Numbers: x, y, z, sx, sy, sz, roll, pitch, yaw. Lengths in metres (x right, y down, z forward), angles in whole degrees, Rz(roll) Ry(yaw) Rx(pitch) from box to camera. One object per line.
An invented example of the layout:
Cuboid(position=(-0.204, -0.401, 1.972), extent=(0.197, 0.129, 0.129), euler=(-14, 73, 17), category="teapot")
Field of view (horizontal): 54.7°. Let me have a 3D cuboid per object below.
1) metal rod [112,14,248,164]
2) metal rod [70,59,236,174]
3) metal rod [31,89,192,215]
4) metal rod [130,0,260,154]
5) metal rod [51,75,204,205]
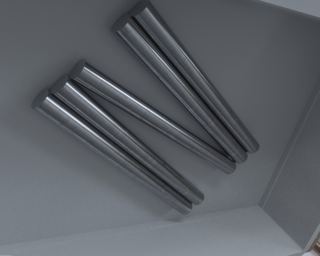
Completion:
Cuboid(position=(0.046, -0.030, 0.413), extent=(0.025, 0.025, 0.300), euler=(-45, 129, 3), category="metal rod")
Cuboid(position=(0.014, 0.002, 0.416), extent=(0.301, 0.025, 0.025), euler=(32, 100, -38), category="metal rod")
Cuboid(position=(-0.041, 0.051, 0.416), extent=(0.025, 0.025, 0.300), euler=(-44, 129, 2), category="metal rod")
Cuboid(position=(0.065, -0.046, 0.414), extent=(0.025, 0.025, 0.300), euler=(-45, 129, 3), category="metal rod")
Cuboid(position=(-0.021, 0.035, 0.417), extent=(0.025, 0.025, 0.300), euler=(-44, 129, 2), category="metal rod")
